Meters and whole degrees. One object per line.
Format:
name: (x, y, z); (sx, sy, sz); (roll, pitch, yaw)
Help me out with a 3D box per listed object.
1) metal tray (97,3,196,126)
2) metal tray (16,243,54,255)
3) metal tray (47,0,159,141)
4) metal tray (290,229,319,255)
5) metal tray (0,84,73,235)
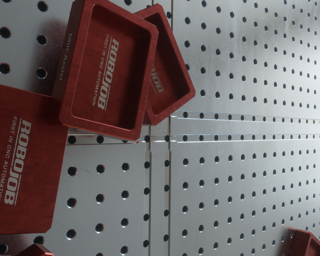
metal tray: (-0.013, -0.079, 0.393); (0.091, 0.030, 0.130); (-38, 113, -33)
metal tray: (-0.115, 0.182, 0.269); (0.091, 0.030, 0.129); (-30, 109, -36)
metal tray: (-0.054, -0.058, 0.319); (0.091, 0.030, 0.129); (16, 80, -39)
metal tray: (0.329, 0.291, 0.680); (0.130, 0.030, 0.090); (41, 65, -32)
metal tray: (-0.140, 0.029, 0.288); (0.091, 0.030, 0.129); (13, 82, -39)
